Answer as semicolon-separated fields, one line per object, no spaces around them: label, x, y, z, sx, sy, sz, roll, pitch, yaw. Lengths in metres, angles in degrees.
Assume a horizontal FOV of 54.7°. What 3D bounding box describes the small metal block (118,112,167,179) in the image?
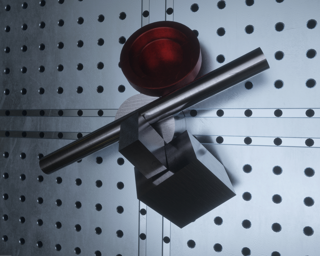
small metal block;-0.019;0.019;0.340;0.025;0.050;0.050;-31;122;17

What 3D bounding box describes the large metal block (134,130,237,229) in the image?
large metal block;0.028;0.062;0.364;0.080;0.050;0.080;-37;123;16

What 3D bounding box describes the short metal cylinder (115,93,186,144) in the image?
short metal cylinder;-0.012;-0.003;0.402;0.080;0.050;0.079;0;90;19

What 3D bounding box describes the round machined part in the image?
round machined part;0.003;-0.082;0.389;0.098;0.042;0.098;-5;67;11

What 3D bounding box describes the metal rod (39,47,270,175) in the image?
metal rod;-0.021;-0.011;0.365;0.300;0.025;0.025;-25;82;17
